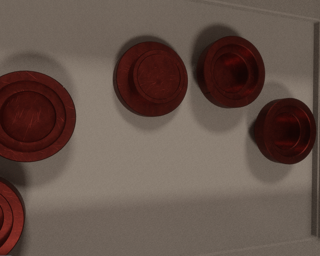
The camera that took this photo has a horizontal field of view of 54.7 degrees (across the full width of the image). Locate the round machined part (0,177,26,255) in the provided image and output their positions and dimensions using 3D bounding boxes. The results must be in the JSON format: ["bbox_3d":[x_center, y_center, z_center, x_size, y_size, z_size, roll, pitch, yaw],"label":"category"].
[{"bbox_3d":[-0.197,0.095,0.329,0.099,0.042,0.097,0,90,-21],"label":"round machined part"}]

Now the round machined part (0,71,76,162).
[{"bbox_3d":[-0.147,-0.012,0.348,0.099,0.042,0.097,0,90,-21],"label":"round machined part"}]

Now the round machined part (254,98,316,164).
[{"bbox_3d":[0.184,0.004,0.472,0.099,0.042,0.097,0,90,-21],"label":"round machined part"}]

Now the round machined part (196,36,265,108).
[{"bbox_3d":[0.095,-0.076,0.438,0.099,0.042,0.097,0,90,-21],"label":"round machined part"}]

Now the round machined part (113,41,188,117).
[{"bbox_3d":[-0.008,-0.063,0.399,0.099,0.042,0.097,0,90,-21],"label":"round machined part"}]
